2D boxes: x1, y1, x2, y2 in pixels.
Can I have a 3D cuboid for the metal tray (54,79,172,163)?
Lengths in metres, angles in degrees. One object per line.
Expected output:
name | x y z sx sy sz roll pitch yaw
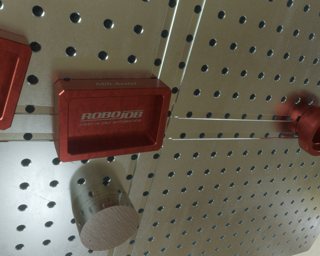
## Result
metal tray | -0.056 -0.011 0.371 0.131 0.030 0.089 -5 121 -26

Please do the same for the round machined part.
round machined part | 0.288 -0.001 0.561 0.099 0.042 0.097 -14 125 -21

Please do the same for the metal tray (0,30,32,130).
metal tray | -0.192 -0.053 0.270 0.131 0.030 0.089 12 112 -34

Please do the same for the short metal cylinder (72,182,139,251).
short metal cylinder | -0.076 0.122 0.431 0.081 0.050 0.079 -14 125 -21
